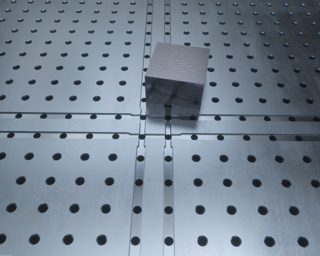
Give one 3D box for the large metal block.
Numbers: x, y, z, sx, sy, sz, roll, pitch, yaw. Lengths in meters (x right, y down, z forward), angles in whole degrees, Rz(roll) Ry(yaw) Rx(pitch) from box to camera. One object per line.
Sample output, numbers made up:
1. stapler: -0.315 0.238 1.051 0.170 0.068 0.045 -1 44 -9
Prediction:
1. large metal block: 0.027 -0.078 0.457 0.080 0.050 0.080 9 51 7
